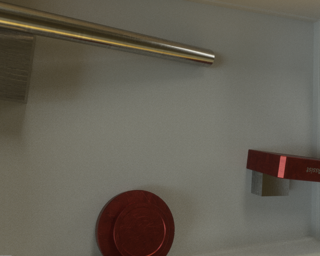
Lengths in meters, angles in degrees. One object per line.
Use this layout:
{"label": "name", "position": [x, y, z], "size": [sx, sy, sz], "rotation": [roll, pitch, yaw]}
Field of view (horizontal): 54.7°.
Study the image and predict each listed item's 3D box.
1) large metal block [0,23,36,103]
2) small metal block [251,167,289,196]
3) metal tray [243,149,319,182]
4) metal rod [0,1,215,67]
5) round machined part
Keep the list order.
{"label": "large metal block", "position": [-0.181, -0.073, 0.330], "size": [0.081, 0.050, 0.080], "rotation": [8, 88, -20]}
{"label": "small metal block", "position": [0.170, 0.077, 0.475], "size": [0.050, 0.025, 0.050], "rotation": [4, 89, -20]}
{"label": "metal tray", "position": [0.206, 0.058, 0.467], "size": [0.131, 0.090, 0.030], "rotation": [8, 90, -19]}
{"label": "metal rod", "position": [-0.058, -0.104, 0.355], "size": [0.302, 0.025, 0.025], "rotation": [2, 89, -33]}
{"label": "round machined part", "position": [-0.027, 0.126, 0.381], "size": [0.099, 0.042, 0.098], "rotation": [5, 75, -19]}
